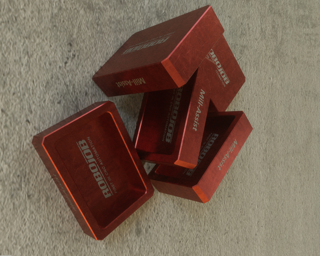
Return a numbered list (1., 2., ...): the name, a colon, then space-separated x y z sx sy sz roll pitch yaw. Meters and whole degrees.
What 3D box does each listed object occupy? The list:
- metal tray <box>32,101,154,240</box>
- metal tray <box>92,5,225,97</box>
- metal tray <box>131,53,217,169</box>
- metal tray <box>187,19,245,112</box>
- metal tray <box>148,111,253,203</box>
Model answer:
1. metal tray: -0.068 0.046 0.347 0.091 0.030 0.129 -36 112 -34
2. metal tray: -0.007 -0.078 0.334 0.030 0.130 0.090 52 59 -28
3. metal tray: 0.014 -0.020 0.377 0.030 0.090 0.129 21 77 -39
4. metal tray: 0.073 -0.094 0.466 0.090 0.030 0.130 -52 121 -27
5. metal tray: 0.054 0.032 0.411 0.130 0.090 0.030 -51 121 -28
